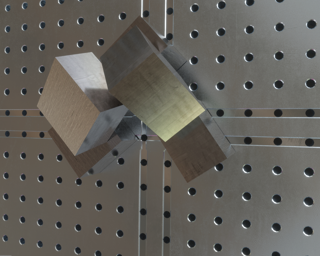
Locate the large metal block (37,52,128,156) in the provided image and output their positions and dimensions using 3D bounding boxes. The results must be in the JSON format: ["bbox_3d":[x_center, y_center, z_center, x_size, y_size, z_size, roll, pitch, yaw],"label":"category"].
[{"bbox_3d":[-0.089,-0.028,0.360,0.080,0.050,0.080,49,130,13],"label":"large metal block"}]

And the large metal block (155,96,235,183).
[{"bbox_3d":[0.041,0.011,0.367,0.050,0.080,0.080,-35,79,16],"label":"large metal block"}]

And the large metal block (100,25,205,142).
[{"bbox_3d":[-0.010,-0.046,0.311,0.050,0.080,0.080,-39,35,11],"label":"large metal block"}]

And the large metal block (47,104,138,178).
[{"bbox_3d":[-0.093,0.010,0.430,0.080,0.050,0.080,-41,78,15],"label":"large metal block"}]

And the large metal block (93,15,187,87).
[{"bbox_3d":[-0.022,-0.082,0.389,0.080,0.080,0.050,-43,77,15],"label":"large metal block"}]
